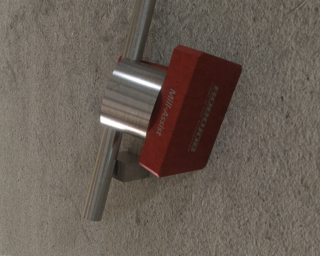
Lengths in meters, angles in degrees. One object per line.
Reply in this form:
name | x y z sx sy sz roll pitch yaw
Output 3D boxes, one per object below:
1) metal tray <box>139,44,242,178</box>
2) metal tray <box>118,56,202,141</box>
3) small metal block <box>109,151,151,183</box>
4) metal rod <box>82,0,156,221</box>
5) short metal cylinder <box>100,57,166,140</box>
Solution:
metal tray | 0.035 -0.015 0.334 0.030 0.091 0.129 29 108 36
metal tray | -0.010 -0.039 0.409 0.130 0.030 0.089 23 105 37
small metal block | -0.047 0.052 0.427 0.050 0.050 0.025 17 101 38
metal rod | -0.051 -0.030 0.395 0.025 0.025 0.298 14 90 39
short metal cylinder | -0.025 -0.032 0.342 0.050 0.080 0.079 19 105 4
